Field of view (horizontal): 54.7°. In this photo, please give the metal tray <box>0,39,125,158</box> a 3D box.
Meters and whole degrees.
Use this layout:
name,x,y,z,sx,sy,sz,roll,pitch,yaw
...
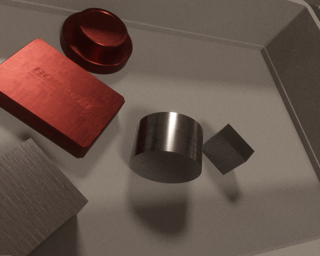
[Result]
name,x,y,z,sx,sy,sz,roll,pitch,yaw
metal tray,-0.118,-0.036,0.362,0.130,0.030,0.090,35,51,-5

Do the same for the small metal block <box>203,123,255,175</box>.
name,x,y,z,sx,sy,sz,roll,pitch,yaw
small metal block,0.090,0.030,0.422,0.050,0.050,0.025,48,51,5

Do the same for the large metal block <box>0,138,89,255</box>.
name,x,y,z,sx,sy,sz,roll,pitch,yaw
large metal block,-0.127,0.070,0.279,0.080,0.050,0.080,47,51,4

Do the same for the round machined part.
name,x,y,z,sx,sy,sz,roll,pitch,yaw
round machined part,-0.083,-0.126,0.428,0.099,0.042,0.098,14,56,-21

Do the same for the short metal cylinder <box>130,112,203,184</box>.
name,x,y,z,sx,sy,sz,roll,pitch,yaw
short metal cylinder,0.009,0.025,0.361,0.081,0.080,0.050,19,54,-17
